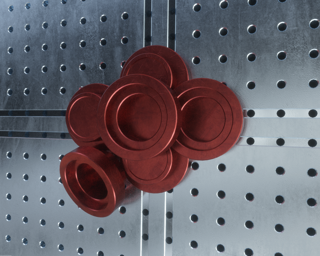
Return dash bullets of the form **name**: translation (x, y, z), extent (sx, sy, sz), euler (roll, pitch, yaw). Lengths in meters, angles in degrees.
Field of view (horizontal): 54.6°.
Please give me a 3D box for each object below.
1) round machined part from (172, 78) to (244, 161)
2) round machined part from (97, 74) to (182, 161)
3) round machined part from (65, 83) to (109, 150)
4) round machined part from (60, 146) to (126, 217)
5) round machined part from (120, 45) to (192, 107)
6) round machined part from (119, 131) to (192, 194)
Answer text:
- **round machined part**: translation (0.054, -0.010, 0.384), extent (0.098, 0.042, 0.097), euler (0, 90, 20)
- **round machined part**: translation (-0.021, -0.012, 0.366), extent (0.098, 0.042, 0.097), euler (0, 90, 20)
- **round machined part**: translation (-0.092, -0.014, 0.437), extent (0.098, 0.042, 0.097), euler (0, 90, 20)
- **round machined part**: translation (-0.085, 0.068, 0.420), extent (0.098, 0.042, 0.097), euler (15, 120, 28)
- **round machined part**: translation (-0.010, -0.060, 0.408), extent (0.098, 0.042, 0.097), euler (0, 90, 20)
- **round machined part**: translation (-0.010, 0.038, 0.407), extent (0.098, 0.042, 0.097), euler (0, 90, 20)
